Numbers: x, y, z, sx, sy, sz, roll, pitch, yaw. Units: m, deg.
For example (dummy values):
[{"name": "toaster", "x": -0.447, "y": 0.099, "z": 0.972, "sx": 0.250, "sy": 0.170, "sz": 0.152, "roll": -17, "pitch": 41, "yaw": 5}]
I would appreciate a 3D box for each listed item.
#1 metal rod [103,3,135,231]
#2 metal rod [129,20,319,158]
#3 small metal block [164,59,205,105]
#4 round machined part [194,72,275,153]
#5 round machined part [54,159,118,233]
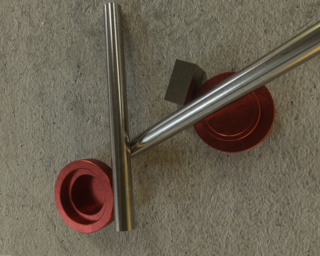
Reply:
[{"name": "metal rod", "x": -0.055, "y": -0.022, "z": 0.407, "sx": 0.025, "sy": 0.025, "sz": 0.298, "roll": -8, "pitch": 79, "yaw": 20}, {"name": "metal rod", "x": 0.059, "y": -0.030, "z": 0.332, "sx": 0.299, "sy": 0.025, "sz": 0.025, "roll": -31, "pitch": 79, "yaw": 38}, {"name": "small metal block", "x": 0.032, "y": -0.053, "z": 0.385, "sx": 0.025, "sy": 0.050, "sz": 0.050, "roll": 19, "pitch": 96, "yaw": 19}, {"name": "round machined part", "x": 0.085, "y": -0.019, "z": 0.370, "sx": 0.098, "sy": 0.042, "sz": 0.097, "roll": 0, "pitch": 90, "yaw": 19}, {"name": "round machined part", "x": -0.094, "y": 0.091, "z": 0.430, "sx": 0.098, "sy": 0.042, "sz": 0.097, "roll": 0, "pitch": 91, "yaw": 24}]
